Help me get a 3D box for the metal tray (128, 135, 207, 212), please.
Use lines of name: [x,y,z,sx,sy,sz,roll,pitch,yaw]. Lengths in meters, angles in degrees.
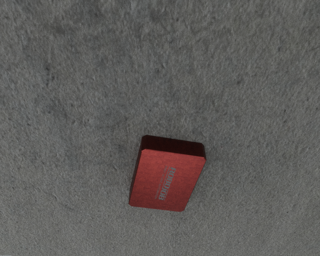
metal tray: [0.007,0.073,0.466,0.091,0.030,0.129,9,130,-8]
